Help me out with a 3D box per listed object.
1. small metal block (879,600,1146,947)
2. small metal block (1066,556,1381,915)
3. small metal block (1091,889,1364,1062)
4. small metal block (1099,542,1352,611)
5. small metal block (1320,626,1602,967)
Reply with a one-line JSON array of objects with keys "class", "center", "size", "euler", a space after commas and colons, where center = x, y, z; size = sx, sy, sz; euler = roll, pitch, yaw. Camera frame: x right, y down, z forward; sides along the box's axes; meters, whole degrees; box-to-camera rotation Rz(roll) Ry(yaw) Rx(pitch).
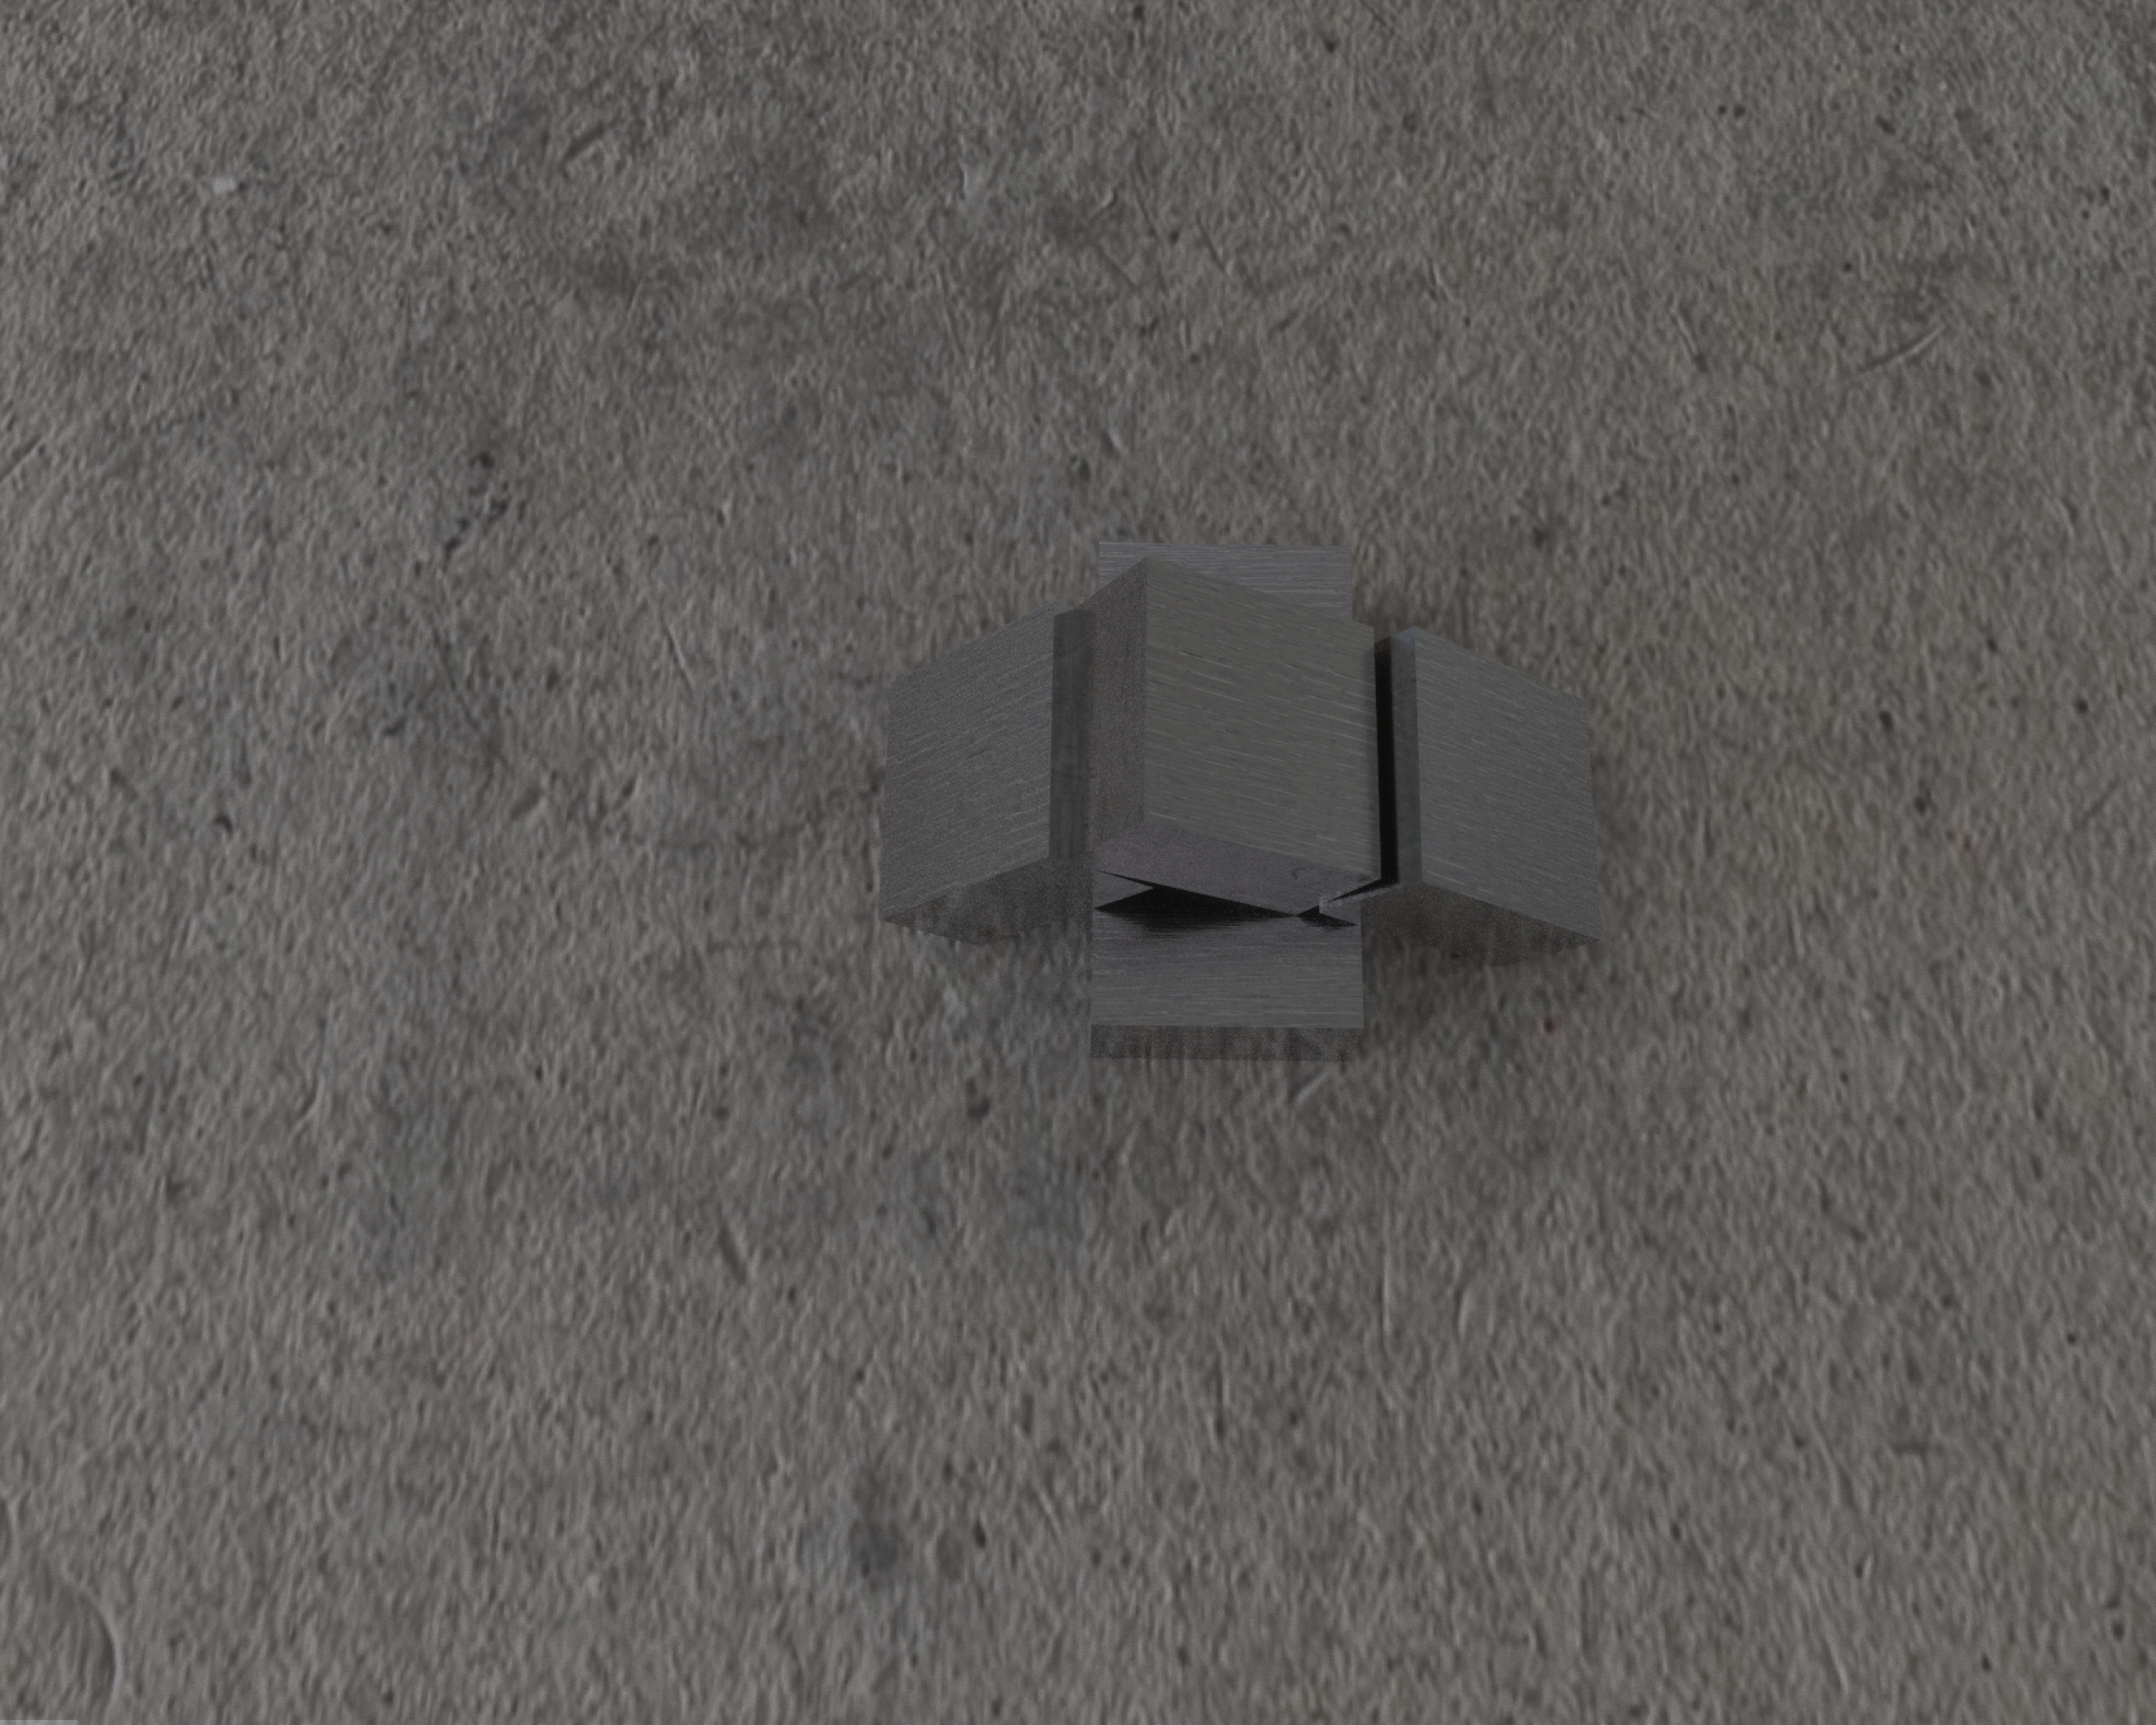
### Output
[{"class": "small metal block", "center": [-0.012, -0.016, 0.398], "size": [0.025, 0.050, 0.050], "euler": [18, 64, -38]}, {"class": "small metal block", "center": [0.027, -0.022, 0.377], "size": [0.050, 0.025, 0.050], "euler": [13, 67, -29]}, {"class": "small metal block", "center": [0.028, 0.011, 0.404], "size": [0.050, 0.025, 0.050], "euler": [1, 70, 0]}, {"class": "small metal block", "center": [0.029, -0.036, 0.421], "size": [0.050, 0.025, 0.050], "euler": [1, 70, 0]}, {"class": "small metal block", "center": [0.073, -0.011, 0.399], "size": [0.050, 0.025, 0.050], "euler": [17, 65, -36]}]
